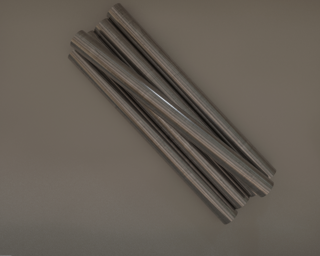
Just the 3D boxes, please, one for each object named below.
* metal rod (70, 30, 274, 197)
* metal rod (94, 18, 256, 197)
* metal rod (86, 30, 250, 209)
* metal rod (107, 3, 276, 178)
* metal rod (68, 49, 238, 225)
[{"bbox_3d":[0.015,-0.017,0.384,0.300,0.025,0.025,39,90,0],"label":"metal rod"},{"bbox_3d":[0.025,-0.026,0.410,0.025,0.025,0.300,-43,90,0],"label":"metal rod"},{"bbox_3d":[0.006,-0.011,0.410,0.025,0.025,0.300,-43,90,0],"label":"metal rod"},{"bbox_3d":[0.042,-0.046,0.410,0.025,0.025,0.300,-43,90,0],"label":"metal rod"},{"bbox_3d":[-0.009,0.009,0.410,0.025,0.025,0.300,-43,90,0],"label":"metal rod"}]
